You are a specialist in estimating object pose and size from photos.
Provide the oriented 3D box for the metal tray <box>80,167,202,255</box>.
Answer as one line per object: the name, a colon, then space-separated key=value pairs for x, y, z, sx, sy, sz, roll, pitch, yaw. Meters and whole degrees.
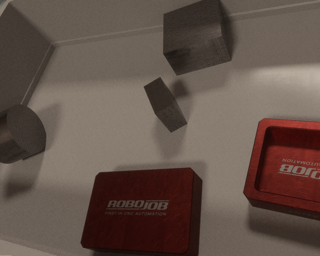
metal tray: x=-0.021 y=0.095 z=0.354 sx=0.130 sy=0.030 sz=0.090 roll=-6 pitch=59 yaw=24

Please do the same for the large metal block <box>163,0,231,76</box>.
large metal block: x=0.052 y=-0.130 z=0.441 sx=0.080 sy=0.050 sz=0.080 roll=-12 pitch=57 yaw=21

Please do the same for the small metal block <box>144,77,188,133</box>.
small metal block: x=0.008 y=-0.030 z=0.403 sx=0.025 sy=0.050 sz=0.050 roll=-30 pitch=52 yaw=9

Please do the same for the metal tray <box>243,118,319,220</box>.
metal tray: x=0.155 y=0.041 z=0.295 sx=0.130 sy=0.030 sz=0.090 roll=6 pitch=64 yaw=30

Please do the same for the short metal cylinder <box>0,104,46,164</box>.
short metal cylinder: x=-0.225 y=0.010 z=0.480 sx=0.050 sy=0.080 sz=0.080 roll=-22 pitch=54 yaw=15
